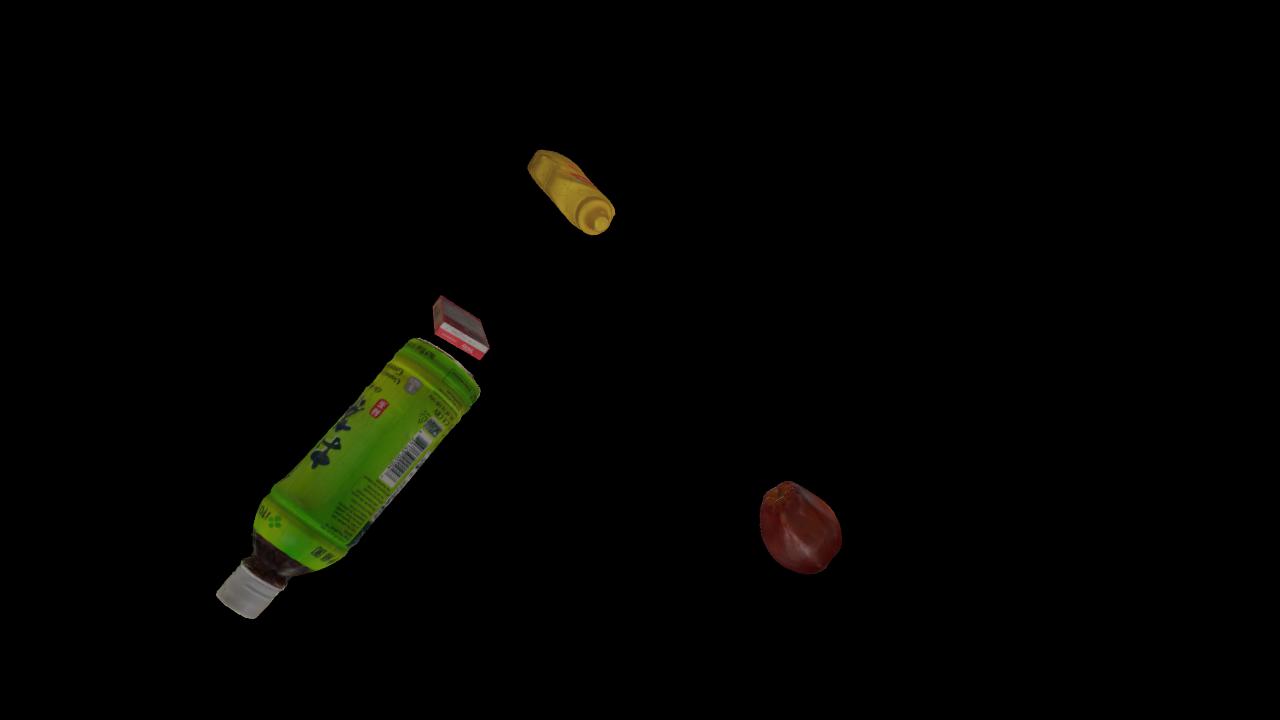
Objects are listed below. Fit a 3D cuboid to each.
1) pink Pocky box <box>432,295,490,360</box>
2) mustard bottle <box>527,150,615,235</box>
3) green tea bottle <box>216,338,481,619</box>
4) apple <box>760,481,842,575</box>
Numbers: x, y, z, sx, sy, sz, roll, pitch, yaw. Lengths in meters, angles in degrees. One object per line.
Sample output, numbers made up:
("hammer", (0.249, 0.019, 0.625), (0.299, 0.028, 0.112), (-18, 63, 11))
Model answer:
("pink Pocky box", (-0.296, -0.055, 1.010), (0.084, 0.029, 0.155), (35, 6, -28))
("mustard bottle", (-0.076, -0.198, 0.752), (0.092, 0.054, 0.184), (34, 14, -38))
("green tea bottle", (-0.205, 0.082, 0.440), (0.073, 0.212, 0.073), (28, -25, 15))
("apple", (0.163, 0.173, 0.633), (0.079, 0.093, 0.079), (-33, 12, 8))
